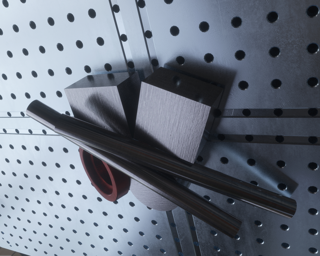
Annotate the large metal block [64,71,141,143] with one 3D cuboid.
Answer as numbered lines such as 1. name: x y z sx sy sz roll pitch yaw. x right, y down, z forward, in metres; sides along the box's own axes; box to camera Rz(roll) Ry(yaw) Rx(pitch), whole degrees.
1. large metal block: -0.066 -0.025 0.405 0.080 0.050 0.080 1 119 27

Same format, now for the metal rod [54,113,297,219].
1. metal rod: 0.021 0.047 0.376 0.302 0.025 0.025 21 128 -2

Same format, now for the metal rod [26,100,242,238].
1. metal rod: -0.038 0.047 0.389 0.301 0.025 0.025 30 128 8

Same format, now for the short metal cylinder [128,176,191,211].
1. short metal cylinder: 0.002 0.068 0.430 0.080 0.050 0.079 13 124 21

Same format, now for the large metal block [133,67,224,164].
1. large metal block: 0.020 -0.016 0.368 0.080 0.050 0.079 22 127 15

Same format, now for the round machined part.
1. round machined part: -0.074 0.055 0.454 0.098 0.042 0.097 33 137 37
